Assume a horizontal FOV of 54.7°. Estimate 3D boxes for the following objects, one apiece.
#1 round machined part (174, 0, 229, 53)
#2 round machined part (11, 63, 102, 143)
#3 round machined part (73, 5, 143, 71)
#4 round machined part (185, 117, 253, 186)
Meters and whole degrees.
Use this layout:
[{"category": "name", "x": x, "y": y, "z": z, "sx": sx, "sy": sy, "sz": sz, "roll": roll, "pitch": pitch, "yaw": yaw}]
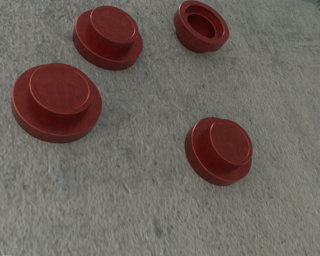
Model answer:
[{"category": "round machined part", "x": 0.067, "y": -0.169, "z": 0.534, "sx": 0.099, "sy": 0.042, "sz": 0.098, "roll": 14, "pitch": 56, "yaw": -21}, {"category": "round machined part", "x": -0.114, "y": -0.035, "z": 0.353, "sx": 0.099, "sy": 0.042, "sz": 0.098, "roll": 14, "pitch": 56, "yaw": -21}, {"category": "round machined part", "x": -0.069, "y": -0.133, "z": 0.438, "sx": 0.099, "sy": 0.042, "sz": 0.098, "roll": 14, "pitch": 56, "yaw": -21}, {"category": "round machined part", "x": 0.087, "y": 0.027, "z": 0.426, "sx": 0.099, "sy": 0.042, "sz": 0.098, "roll": 14, "pitch": 56, "yaw": -21}]
